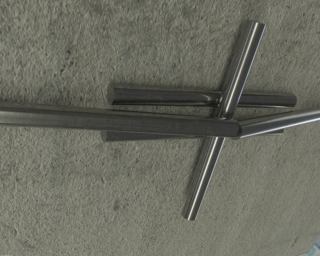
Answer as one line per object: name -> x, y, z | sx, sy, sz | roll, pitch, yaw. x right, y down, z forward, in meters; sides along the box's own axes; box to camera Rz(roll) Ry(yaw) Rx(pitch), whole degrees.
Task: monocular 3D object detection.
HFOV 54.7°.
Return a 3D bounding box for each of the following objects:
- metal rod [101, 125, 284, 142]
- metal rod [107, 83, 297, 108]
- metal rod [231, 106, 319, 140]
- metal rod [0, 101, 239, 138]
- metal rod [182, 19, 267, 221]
metal rod -> 0.065, 0.002, 0.446 | 0.303, 0.025, 0.025 | -1, 119, -28
metal rod -> 0.076, -0.041, 0.426 | 0.303, 0.025, 0.025 | -1, 119, -28
metal rod -> 0.217, -0.016, 0.487 | 0.303, 0.025, 0.025 | -9, 123, -36
metal rod -> -0.048, -0.008, 0.345 | 0.302, 0.025, 0.025 | 3, 117, -20
metal rod -> 0.079, 0.006, 0.425 | 0.025, 0.025, 0.298 | 0, 119, -29
